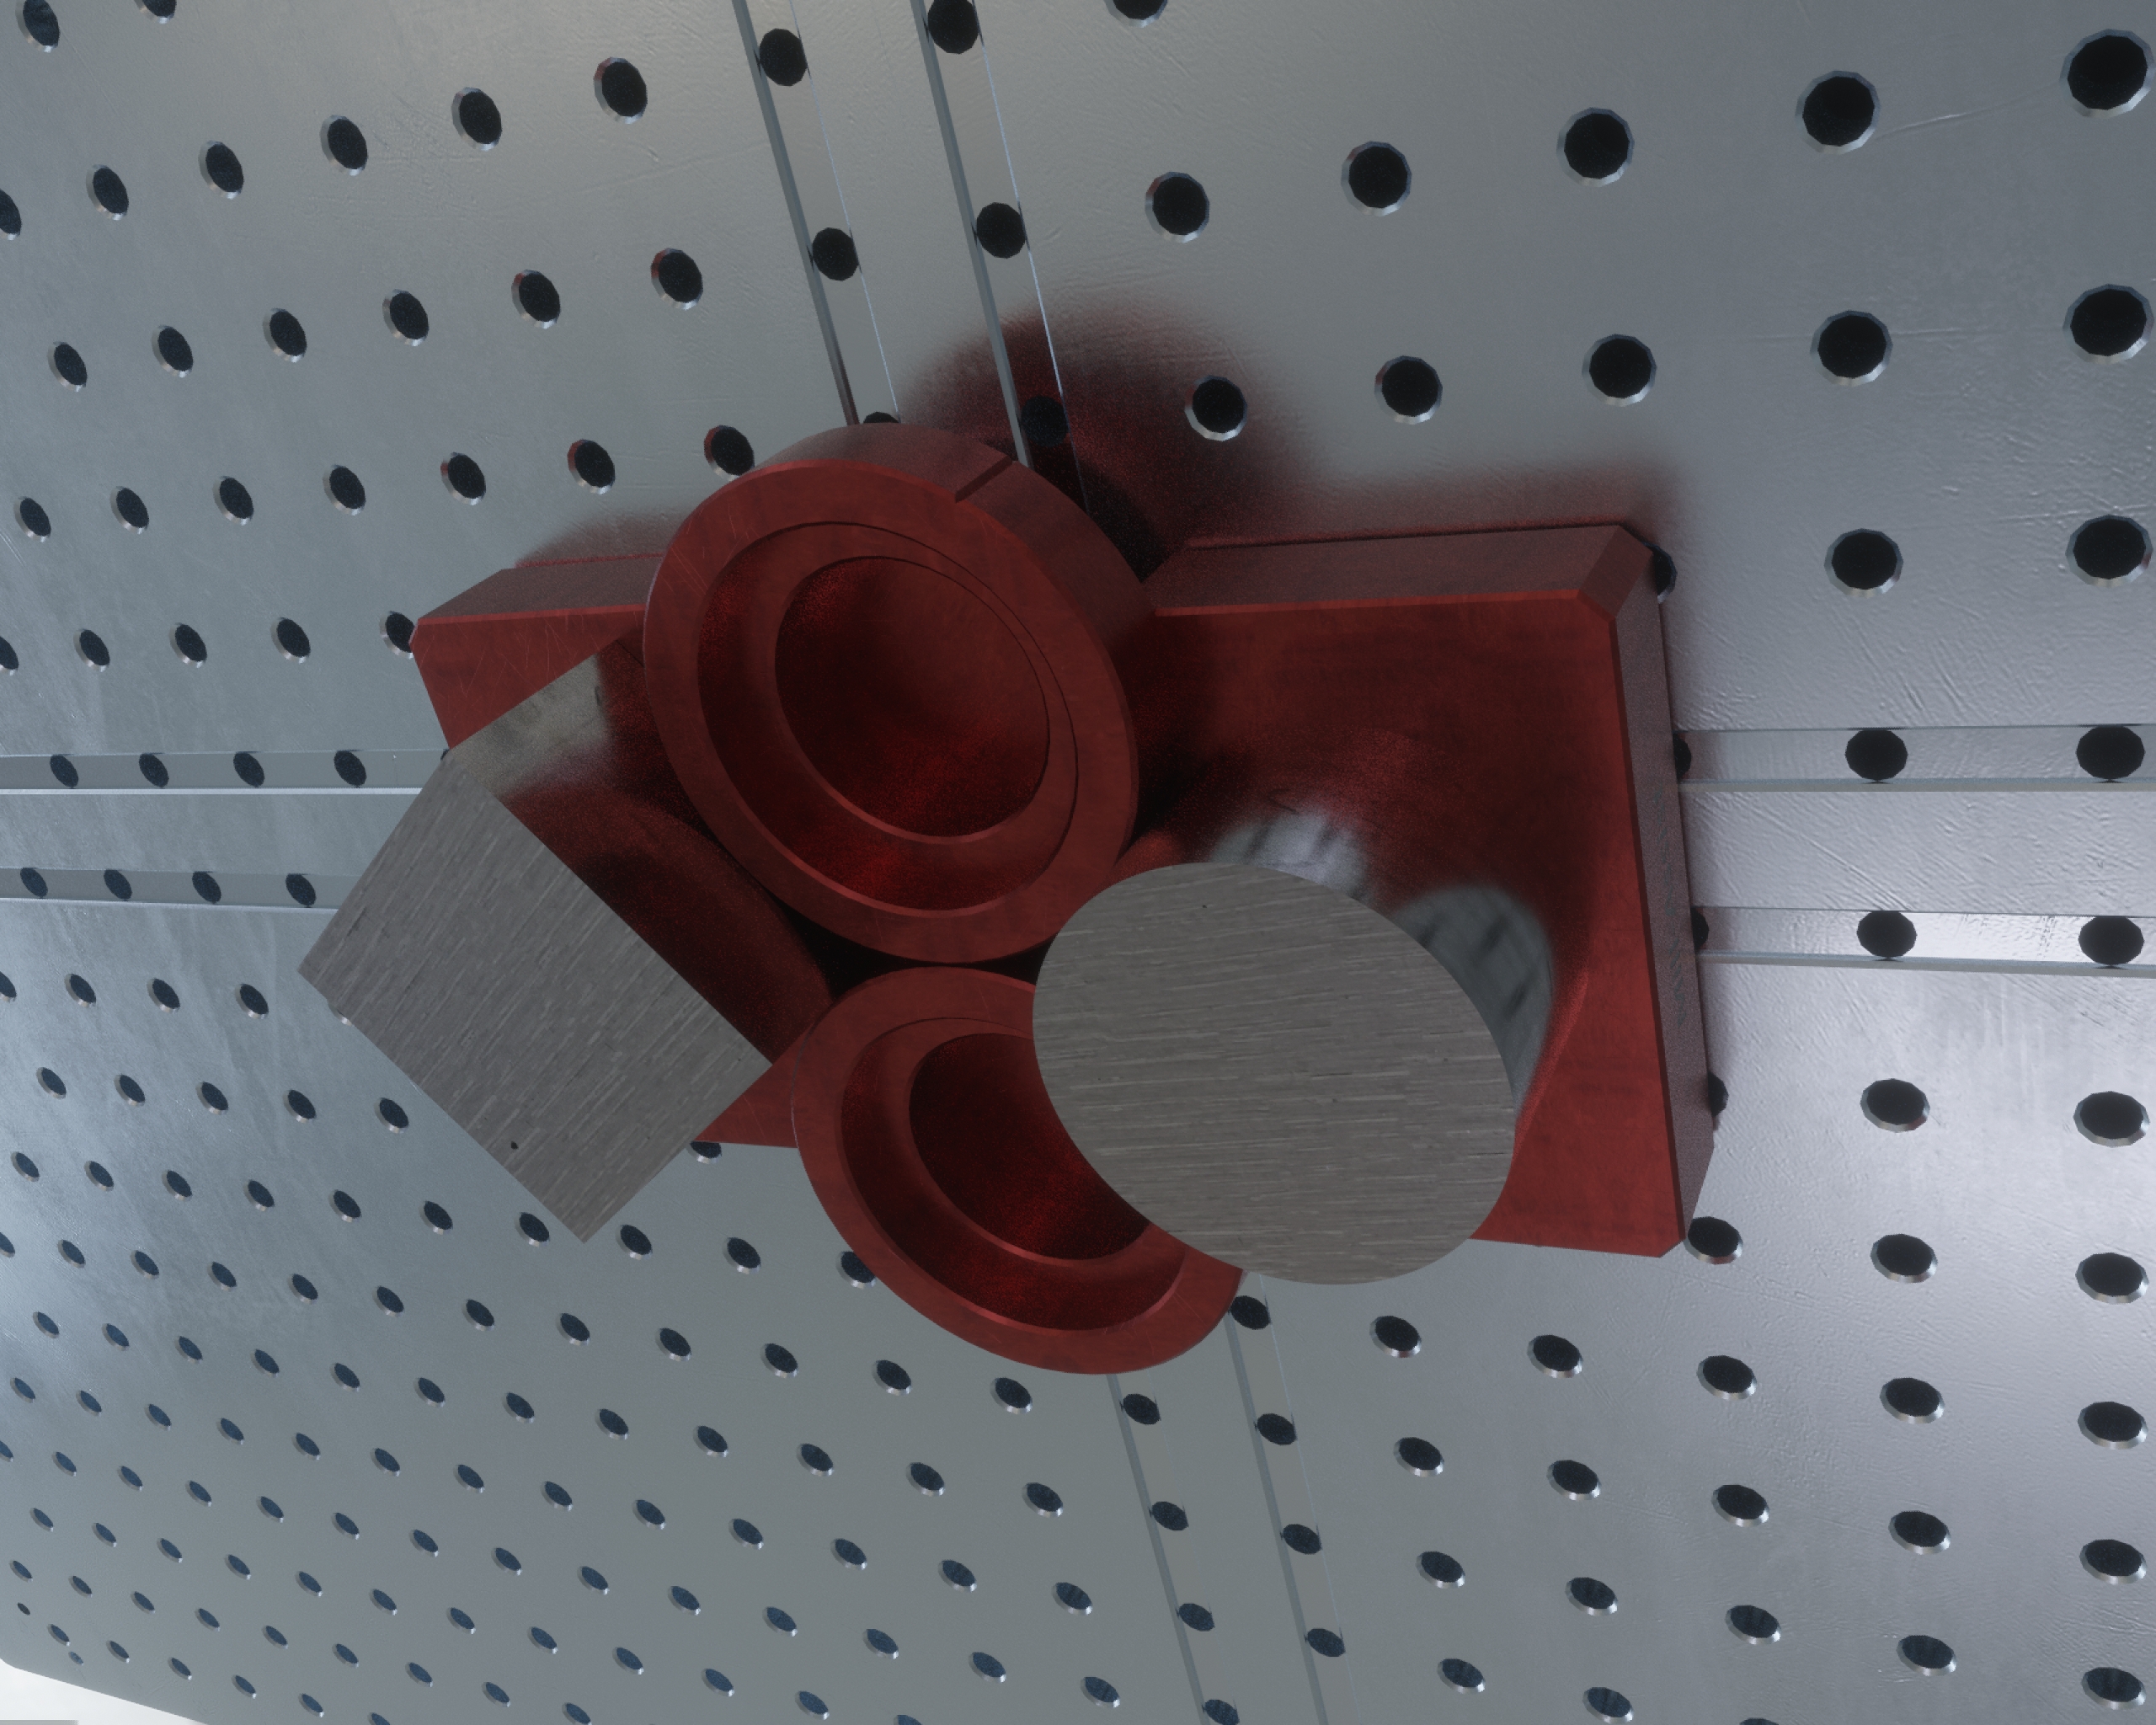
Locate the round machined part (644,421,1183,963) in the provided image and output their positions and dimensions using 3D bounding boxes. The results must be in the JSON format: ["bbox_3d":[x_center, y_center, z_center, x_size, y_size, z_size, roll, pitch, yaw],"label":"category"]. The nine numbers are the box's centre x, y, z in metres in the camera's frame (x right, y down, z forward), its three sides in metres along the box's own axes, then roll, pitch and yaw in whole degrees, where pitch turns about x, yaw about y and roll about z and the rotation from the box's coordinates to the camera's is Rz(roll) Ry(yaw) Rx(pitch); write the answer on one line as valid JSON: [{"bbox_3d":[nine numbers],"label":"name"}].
[{"bbox_3d":[-0.026,-0.034,0.381,0.098,0.042,0.097,13,124,21],"label":"round machined part"}]

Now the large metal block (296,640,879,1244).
[{"bbox_3d":[-0.096,0.017,0.417,0.080,0.050,0.080,45,129,-3],"label":"large metal block"}]

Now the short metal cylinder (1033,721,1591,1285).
[{"bbox_3d":[0.040,0.023,0.348,0.080,0.050,0.079,13,124,21],"label":"short metal cylinder"}]

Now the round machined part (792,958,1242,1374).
[{"bbox_3d":[-0.005,0.052,0.423,0.098,0.042,0.097,13,124,21],"label":"round machined part"}]

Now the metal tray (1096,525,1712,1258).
[{"bbox_3d":[0.061,0.007,0.378,0.090,0.030,0.129,1,119,28],"label":"metal tray"}]

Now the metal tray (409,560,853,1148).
[{"bbox_3d":[-0.080,0.000,0.450,0.090,0.030,0.129,0,119,27],"label":"metal tray"}]
